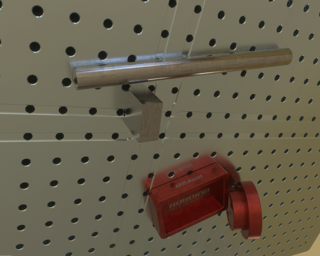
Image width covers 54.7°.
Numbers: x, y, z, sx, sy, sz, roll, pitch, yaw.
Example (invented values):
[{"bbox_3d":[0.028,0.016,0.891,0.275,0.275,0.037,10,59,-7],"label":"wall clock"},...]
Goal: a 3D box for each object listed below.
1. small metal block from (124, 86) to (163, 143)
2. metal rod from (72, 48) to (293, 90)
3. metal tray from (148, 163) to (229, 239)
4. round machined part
[{"bbox_3d":[-0.021,-0.017,0.374,0.025,0.050,0.050,-7,122,-25],"label":"small metal block"},{"bbox_3d":[0.046,-0.078,0.389,0.303,0.025,0.025,-11,123,-23],"label":"metal rod"},{"bbox_3d":[0.051,0.120,0.511,0.131,0.030,0.089,-20,126,-17],"label":"metal tray"},{"bbox_3d":[0.142,0.143,0.539,0.042,0.098,0.097,-4,123,1],"label":"round machined part"}]
